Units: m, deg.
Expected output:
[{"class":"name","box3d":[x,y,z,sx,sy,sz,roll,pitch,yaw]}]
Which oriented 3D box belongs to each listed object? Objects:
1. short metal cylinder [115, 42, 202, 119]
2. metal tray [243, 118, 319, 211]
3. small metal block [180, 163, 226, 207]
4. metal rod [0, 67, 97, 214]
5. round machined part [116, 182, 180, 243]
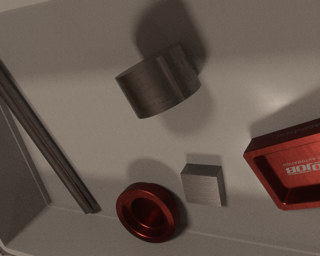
[{"class":"short metal cylinder","box3d":[-0.002,-0.052,0.341,0.080,0.080,0.050,-18,109,35]},{"class":"metal tray","box3d":[0.167,0.039,0.327,0.130,0.030,0.090,-24,106,46]},{"class":"small metal block","box3d":[0.060,0.078,0.424,0.050,0.025,0.050,1,119,27]},{"class":"metal rod","box3d":[-0.198,0.023,0.524,0.025,0.025,0.299,-19,109,35]},{"class":"round machined part","box3d":[-0.015,0.124,0.477,0.098,0.042,0.097,11,118,21]}]
